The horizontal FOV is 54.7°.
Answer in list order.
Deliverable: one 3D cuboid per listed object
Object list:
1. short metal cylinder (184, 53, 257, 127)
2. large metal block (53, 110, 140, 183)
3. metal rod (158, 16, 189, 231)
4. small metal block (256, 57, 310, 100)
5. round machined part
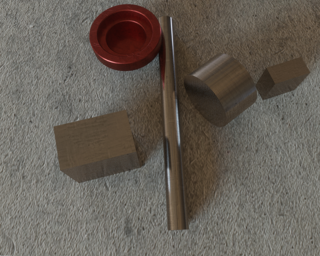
[{"bbox_3d":[0.076,-0.048,0.397,0.050,0.080,0.080,-37,75,-12],"label":"short metal cylinder"},{"bbox_3d":[-0.071,0.025,0.369,0.081,0.080,0.050,-14,71,-5],"label":"large metal block"},{"bbox_3d":[0.015,-0.020,0.415,0.025,0.025,0.299,-2,70,-1],"label":"metal rod"},{"bbox_3d":[0.165,-0.066,0.421,0.050,0.050,0.025,-18,71,-7],"label":"small metal block"},{"bbox_3d":[-0.047,-0.124,0.442,0.099,0.042,0.098,-1,70,2],"label":"round machined part"}]
